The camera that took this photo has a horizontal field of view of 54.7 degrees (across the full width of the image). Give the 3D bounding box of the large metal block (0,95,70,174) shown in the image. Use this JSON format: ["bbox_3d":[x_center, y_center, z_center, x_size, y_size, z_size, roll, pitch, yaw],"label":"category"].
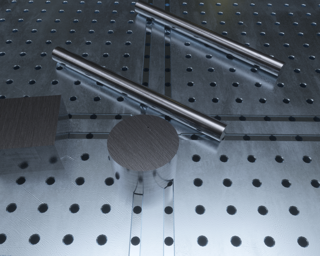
[{"bbox_3d":[-0.161,0.007,0.383,0.081,0.050,0.080,-4,50,-4],"label":"large metal block"}]

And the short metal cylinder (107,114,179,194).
[{"bbox_3d":[-0.019,0.030,0.366,0.081,0.050,0.080,0,50,0],"label":"short metal cylinder"}]

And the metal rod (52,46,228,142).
[{"bbox_3d":[-0.042,-0.057,0.455,0.301,0.025,0.025,27,55,20],"label":"metal rod"}]

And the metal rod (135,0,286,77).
[{"bbox_3d":[0.075,-0.165,0.547,0.300,0.025,0.025,32,57,24],"label":"metal rod"}]
